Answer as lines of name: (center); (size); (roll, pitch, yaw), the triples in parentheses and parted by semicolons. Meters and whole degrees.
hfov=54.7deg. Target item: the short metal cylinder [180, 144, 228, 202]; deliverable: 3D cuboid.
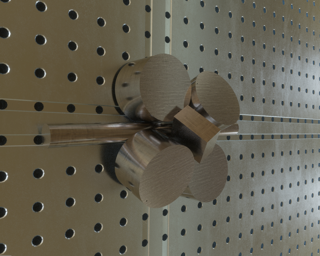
short metal cylinder: (0.049, 0.058, 0.429); (0.081, 0.050, 0.079); (0, 90, -40)

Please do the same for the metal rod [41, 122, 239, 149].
metal rod: (0.002, 0.004, 0.406); (0.302, 0.025, 0.025); (-2, 92, -40)

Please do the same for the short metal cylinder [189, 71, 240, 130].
short metal cylinder: (0.062, -0.030, 0.423); (0.081, 0.050, 0.080); (19, 56, -31)

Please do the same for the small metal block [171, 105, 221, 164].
small metal block: (0.041, 0.008, 0.377); (0.025, 0.050, 0.050); (-40, 157, -27)

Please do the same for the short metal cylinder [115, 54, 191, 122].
short metal cylinder: (-0.007, -0.047, 0.382); (0.081, 0.050, 0.079); (0, 90, -40)

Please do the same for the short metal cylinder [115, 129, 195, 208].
short metal cylinder: (-0.006, 0.047, 0.368); (0.081, 0.050, 0.079); (-19, 122, -33)
